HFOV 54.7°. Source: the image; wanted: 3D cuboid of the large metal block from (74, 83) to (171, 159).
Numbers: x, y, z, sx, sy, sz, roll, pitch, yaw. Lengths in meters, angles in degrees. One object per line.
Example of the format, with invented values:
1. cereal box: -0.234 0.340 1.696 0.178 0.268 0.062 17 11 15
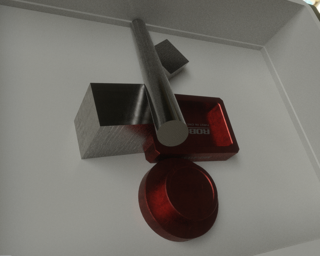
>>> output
1. large metal block: -0.045 -0.007 0.352 0.081 0.080 0.050 -3 64 -30

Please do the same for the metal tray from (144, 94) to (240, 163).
1. metal tray: 0.038 -0.001 0.424 0.131 0.030 0.090 2 61 -28

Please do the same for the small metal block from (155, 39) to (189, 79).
1. small metal block: 0.008 -0.102 0.474 0.050 0.025 0.050 46 51 4

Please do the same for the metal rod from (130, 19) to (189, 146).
1. metal rod: -0.012 -0.078 0.365 0.025 0.025 0.300 16 29 -20

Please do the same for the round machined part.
1. round machined part: 0.028 0.079 0.363 0.099 0.042 0.098 14 56 -21
